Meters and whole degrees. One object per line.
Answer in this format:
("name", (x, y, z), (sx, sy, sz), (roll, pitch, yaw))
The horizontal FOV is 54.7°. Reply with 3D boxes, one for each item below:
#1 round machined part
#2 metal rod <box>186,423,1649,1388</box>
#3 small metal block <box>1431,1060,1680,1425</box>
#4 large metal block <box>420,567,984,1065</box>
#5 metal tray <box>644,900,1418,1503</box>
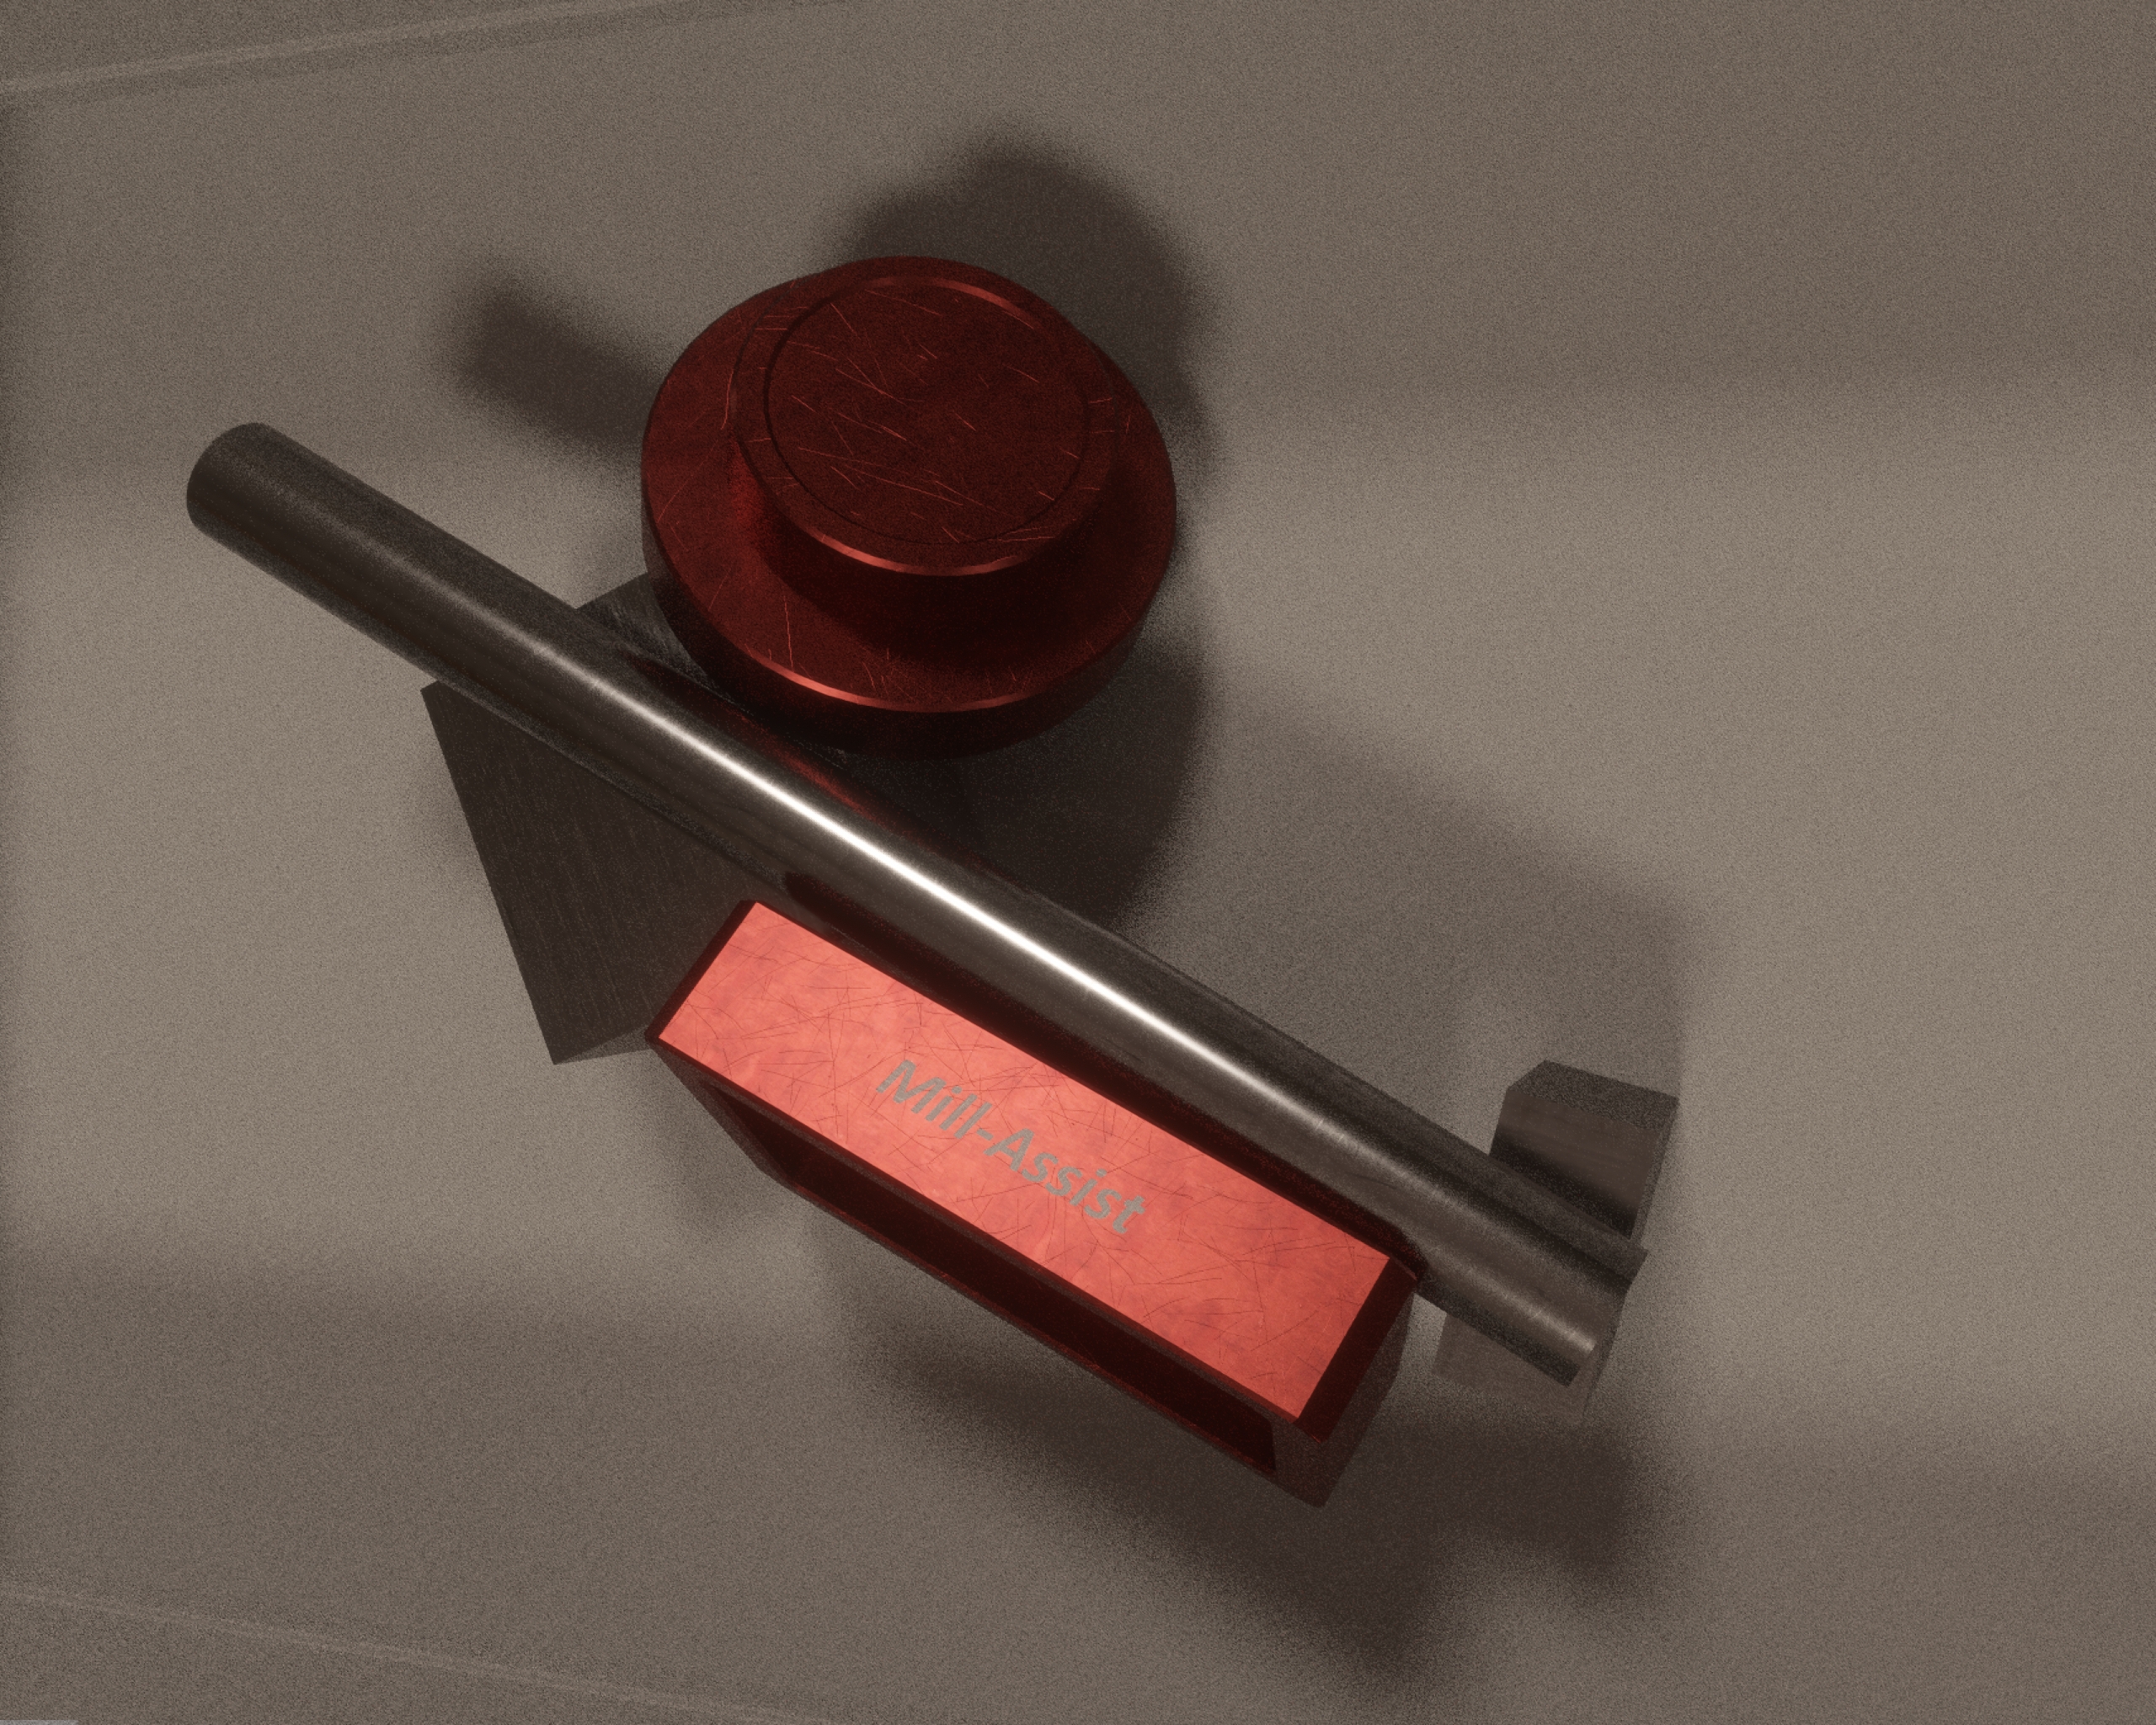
("round machined part", (-0.030, -0.071, 0.382), (0.099, 0.042, 0.098), (5, 65, -10))
("metal rod", (-0.041, -0.002, 0.368), (0.301, 0.025, 0.025), (31, 100, 17))
("small metal block", (0.085, 0.064, 0.365), (0.025, 0.050, 0.050), (15, 95, 19))
("large metal block", (-0.072, -0.013, 0.420), (0.080, 0.050, 0.080), (-24, 82, 18))
("metal tray", (-0.006, 0.063, 0.372), (0.130, 0.090, 0.030), (28, 72, 17))
